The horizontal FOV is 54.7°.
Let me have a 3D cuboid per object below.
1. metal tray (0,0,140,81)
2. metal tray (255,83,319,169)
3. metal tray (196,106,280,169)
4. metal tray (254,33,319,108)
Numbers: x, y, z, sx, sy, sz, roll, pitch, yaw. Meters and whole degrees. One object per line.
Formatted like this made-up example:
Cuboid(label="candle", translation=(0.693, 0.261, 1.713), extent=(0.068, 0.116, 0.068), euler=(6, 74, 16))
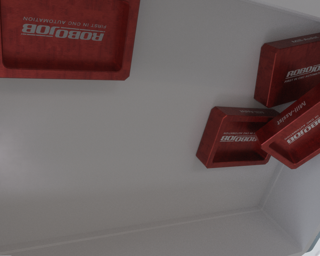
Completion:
Cuboid(label="metal tray", translation=(-0.090, -0.094, 0.297), extent=(0.131, 0.030, 0.089), euler=(-3, 120, -27))
Cuboid(label="metal tray", translation=(0.221, 0.000, 0.460), extent=(0.090, 0.030, 0.129), euler=(31, 121, -27))
Cuboid(label="metal tray", translation=(0.128, 0.015, 0.484), extent=(0.131, 0.030, 0.089), euler=(1, 118, -29))
Cuboid(label="metal tray", translation=(0.208, -0.088, 0.464), extent=(0.131, 0.030, 0.089), euler=(-15, 125, -20))
